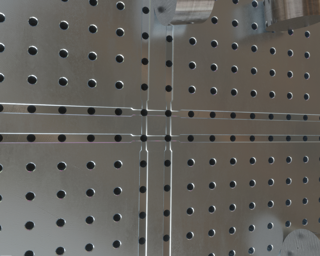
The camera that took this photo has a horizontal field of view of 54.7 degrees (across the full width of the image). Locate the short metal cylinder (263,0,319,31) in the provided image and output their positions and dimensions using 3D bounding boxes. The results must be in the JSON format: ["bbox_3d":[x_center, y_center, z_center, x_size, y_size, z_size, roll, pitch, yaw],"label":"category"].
[{"bbox_3d":[0.195,-0.178,0.455,0.081,0.080,0.050,-8,93,-20],"label":"short metal cylinder"}]

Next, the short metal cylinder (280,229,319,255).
[{"bbox_3d":[0.232,0.200,0.469,0.050,0.080,0.080,21,83,-19],"label":"short metal cylinder"}]

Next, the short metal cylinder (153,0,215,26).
[{"bbox_3d":[0.028,-0.173,0.393,0.050,0.080,0.080,-10,94,-20],"label":"short metal cylinder"}]
